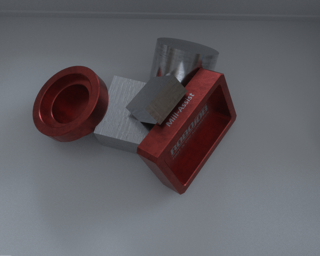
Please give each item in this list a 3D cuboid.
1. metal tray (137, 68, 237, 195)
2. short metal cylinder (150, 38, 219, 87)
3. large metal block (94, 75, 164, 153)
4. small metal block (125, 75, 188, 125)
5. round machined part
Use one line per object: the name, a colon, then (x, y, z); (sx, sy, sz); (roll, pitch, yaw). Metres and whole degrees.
metal tray: (0.038, 0.005, 0.371); (0.030, 0.090, 0.130); (25, 69, 37)
short metal cylinder: (0.031, -0.082, 0.402); (0.080, 0.080, 0.050); (15, 115, 5)
large metal block: (-0.029, -0.013, 0.399); (0.080, 0.050, 0.080); (14, 71, 4)
small metal block: (-0.005, -0.032, 0.352); (0.025, 0.050, 0.050); (47, 73, -25)
round machined part: (-0.108, -0.027, 0.395); (0.098, 0.042, 0.098); (-10, 63, 20)
